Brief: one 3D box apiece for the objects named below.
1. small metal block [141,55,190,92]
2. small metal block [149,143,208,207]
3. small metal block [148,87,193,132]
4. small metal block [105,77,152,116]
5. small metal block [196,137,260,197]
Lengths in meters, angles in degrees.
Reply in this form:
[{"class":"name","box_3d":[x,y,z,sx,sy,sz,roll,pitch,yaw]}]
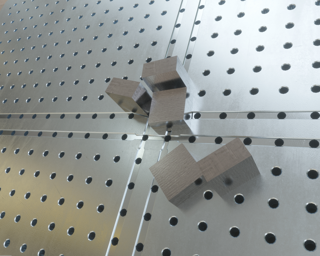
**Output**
[{"class":"small metal block","box_3d":[0.009,-0.070,0.431,0.050,0.050,0.025,-9,58,24]},{"class":"small metal block","box_3d":[0.023,0.055,0.363,0.050,0.025,0.050,-38,51,3]},{"class":"small metal block","box_3d":[0.015,-0.024,0.416,0.050,0.025,0.050,-6,59,25]},{"class":"small metal block","box_3d":[-0.041,-0.044,0.442,0.050,0.050,0.025,15,70,34]},{"class":"small metal block","box_3d":[0.073,0.043,0.328,0.050,0.050,0.025,-33,52,7]}]
